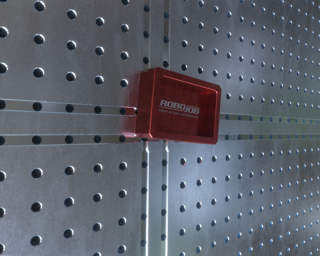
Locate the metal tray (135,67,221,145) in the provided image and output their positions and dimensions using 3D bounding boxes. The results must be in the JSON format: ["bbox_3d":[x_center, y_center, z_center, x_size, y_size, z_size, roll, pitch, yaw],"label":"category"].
[{"bbox_3d":[0.031,-0.026,0.433,0.131,0.030,0.089,8,85,-40],"label":"metal tray"}]
